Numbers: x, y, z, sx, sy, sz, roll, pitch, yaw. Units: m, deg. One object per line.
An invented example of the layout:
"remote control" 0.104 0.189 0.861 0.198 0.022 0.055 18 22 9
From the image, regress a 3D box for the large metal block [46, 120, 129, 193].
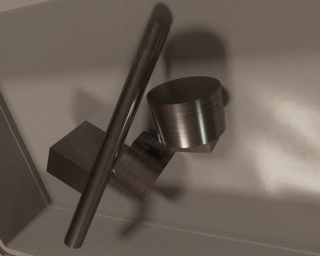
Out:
"large metal block" -0.104 0.045 0.454 0.080 0.080 0.050 30 128 8

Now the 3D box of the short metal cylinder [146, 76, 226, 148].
"short metal cylinder" 0.030 -0.020 0.344 0.080 0.080 0.050 1 119 27

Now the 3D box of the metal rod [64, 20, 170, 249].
"metal rod" -0.058 0.019 0.375 0.025 0.025 0.298 26 104 11

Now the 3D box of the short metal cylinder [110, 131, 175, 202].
"short metal cylinder" -0.022 0.051 0.415 0.050 0.080 0.079 35 129 5

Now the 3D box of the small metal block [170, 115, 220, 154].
"small metal block" 0.043 0.005 0.372 0.050 0.050 0.025 1 119 27
